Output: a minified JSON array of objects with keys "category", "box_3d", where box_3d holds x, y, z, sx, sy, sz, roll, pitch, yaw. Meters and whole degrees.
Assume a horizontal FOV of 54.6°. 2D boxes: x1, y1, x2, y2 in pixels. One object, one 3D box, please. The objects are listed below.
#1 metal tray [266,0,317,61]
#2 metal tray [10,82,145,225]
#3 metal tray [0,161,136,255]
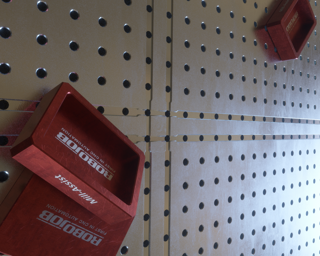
[{"category":"metal tray","box_3d":[0.270,-0.210,0.629,0.090,0.030,0.130,52,60,-27]},{"category":"metal tray","box_3d":[-0.072,0.027,0.315,0.130,0.030,0.090,46,31,-29]},{"category":"metal tray","box_3d":[-0.096,0.099,0.325,0.130,0.030,0.090,40,66,-33]}]
